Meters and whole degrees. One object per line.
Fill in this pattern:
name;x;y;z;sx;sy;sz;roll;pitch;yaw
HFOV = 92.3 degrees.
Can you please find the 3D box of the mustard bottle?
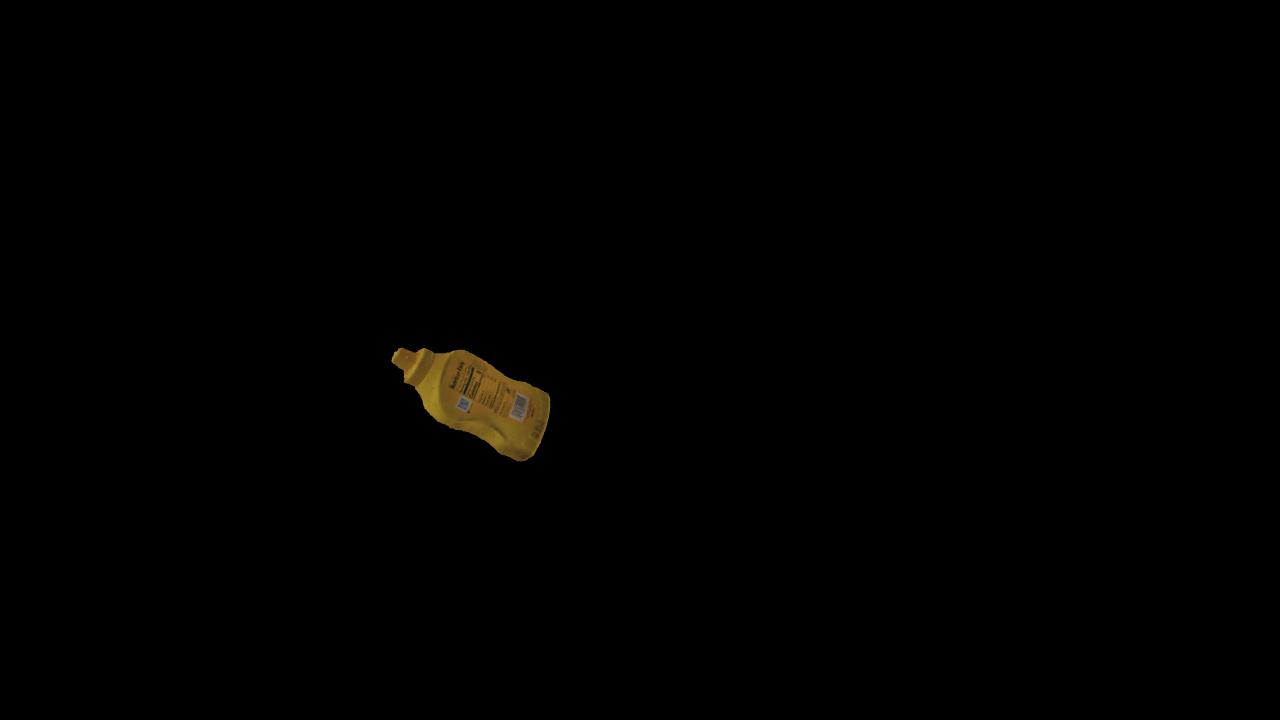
mustard bottle;-0.190;0.037;0.688;0.184;0.092;0.054;33;-37;-28
